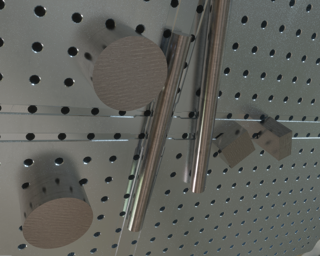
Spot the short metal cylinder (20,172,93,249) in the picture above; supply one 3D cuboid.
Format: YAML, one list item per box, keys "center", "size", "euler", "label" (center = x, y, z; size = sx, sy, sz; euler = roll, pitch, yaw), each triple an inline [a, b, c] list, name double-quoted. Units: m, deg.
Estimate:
- center: [-0.130, 0.102, 0.387]
  size: [0.081, 0.050, 0.079]
  euler: [-14, 124, -21]
  label: "short metal cylinder"

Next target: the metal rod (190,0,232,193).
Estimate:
- center: [0.066, -0.030, 0.428]
  size: [0.025, 0.025, 0.298]
  euler: [-12, 124, -22]
  label: "metal rod"

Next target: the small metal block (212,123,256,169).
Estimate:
- center: [0.118, 0.029, 0.493]
  size: [0.050, 0.025, 0.050]
  euler: [-38, 129, -3]
  label: "small metal block"

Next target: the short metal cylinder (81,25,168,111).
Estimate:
- center: [-0.039, -0.065, 0.333]
  size: [0.081, 0.050, 0.079]
  euler: [-14, 124, -21]
  label: "short metal cylinder"

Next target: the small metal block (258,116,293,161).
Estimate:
- center: [0.187, 0.017, 0.508]
  size: [0.025, 0.050, 0.050]
  euler: [-25, 128, -13]
  label: "small metal block"

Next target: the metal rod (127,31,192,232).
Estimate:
- center: [-0.007, 0.022, 0.420]
  size: [0.025, 0.025, 0.298]
  euler: [-1, 119, -28]
  label: "metal rod"
